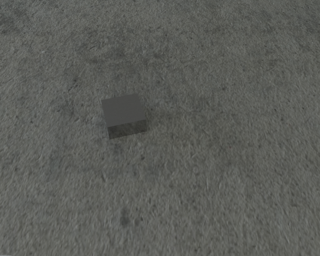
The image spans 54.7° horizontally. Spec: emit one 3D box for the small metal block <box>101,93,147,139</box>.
[{"bbox_3d":[-0.049,-0.017,0.416,0.050,0.025,0.050,-12,51,-11],"label":"small metal block"}]
